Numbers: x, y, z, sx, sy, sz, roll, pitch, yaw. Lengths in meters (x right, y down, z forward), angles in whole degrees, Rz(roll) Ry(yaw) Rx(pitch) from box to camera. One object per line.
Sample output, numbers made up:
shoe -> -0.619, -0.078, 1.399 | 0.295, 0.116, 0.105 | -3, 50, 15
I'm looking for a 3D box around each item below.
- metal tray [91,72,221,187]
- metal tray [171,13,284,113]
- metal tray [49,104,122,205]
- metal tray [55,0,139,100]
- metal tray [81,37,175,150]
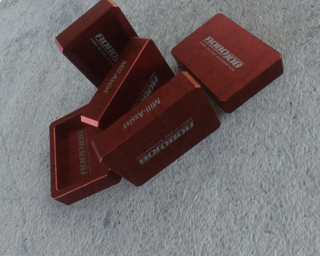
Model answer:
metal tray -> 0.000, 0.006, 0.359 | 0.130, 0.090, 0.030 | -37, 51, 3
metal tray -> 0.085, -0.091, 0.412 | 0.090, 0.030, 0.130 | -38, 51, 2
metal tray -> -0.109, 0.031, 0.438 | 0.090, 0.030, 0.130 | -25, 53, 12
metal tray -> -0.068, -0.101, 0.434 | 0.090, 0.130, 0.030 | -40, 52, 1
metal tray -> -0.035, -0.041, 0.405 | 0.030, 0.090, 0.130 | 18, 71, 35
